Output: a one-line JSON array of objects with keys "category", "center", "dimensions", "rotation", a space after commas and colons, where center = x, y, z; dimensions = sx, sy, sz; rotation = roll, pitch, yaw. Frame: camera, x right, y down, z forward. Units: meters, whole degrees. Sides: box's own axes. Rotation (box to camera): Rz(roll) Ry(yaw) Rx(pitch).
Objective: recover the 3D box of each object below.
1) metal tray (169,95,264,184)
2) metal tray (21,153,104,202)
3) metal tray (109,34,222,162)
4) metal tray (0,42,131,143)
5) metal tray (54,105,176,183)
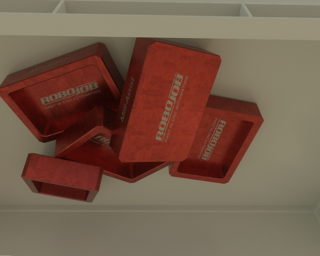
[{"category": "metal tray", "center": [0.070, 0.019, 0.421], "dimensions": [0.091, 0.030, 0.129], "rotation": [10, 130, -9]}, {"category": "metal tray", "center": [-0.131, 0.073, 0.426], "dimensions": [0.091, 0.030, 0.129], "rotation": [13, 157, -12]}, {"category": "metal tray", "center": [0.005, -0.026, 0.336], "dimensions": [0.091, 0.030, 0.129], "rotation": [3, 114, -33]}, {"category": "metal tray", "center": [-0.108, -0.037, 0.370], "dimensions": [0.130, 0.030, 0.090], "rotation": [-16, 129, 12]}, {"category": "metal tray", "center": [-0.054, 0.027, 0.398], "dimensions": [0.090, 0.030, 0.131], "rotation": [-31, 139, 31]}]
